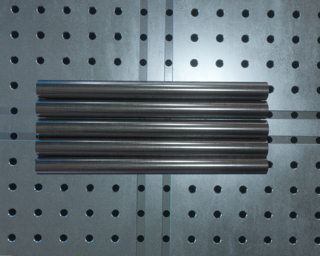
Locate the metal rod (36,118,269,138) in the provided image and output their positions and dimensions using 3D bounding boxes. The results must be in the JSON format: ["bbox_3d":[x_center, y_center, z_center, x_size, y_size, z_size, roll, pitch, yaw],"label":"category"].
[{"bbox_3d":[-0.009,0.001,0.413,0.302,0.025,0.025,0,90,-1],"label":"metal rod"}]

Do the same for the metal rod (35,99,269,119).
[{"bbox_3d":[-0.010,-0.025,0.413,0.302,0.025,0.025,0,90,-1],"label":"metal rod"}]

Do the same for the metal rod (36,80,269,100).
[{"bbox_3d":[-0.009,-0.050,0.413,0.302,0.025,0.025,0,90,-1],"label":"metal rod"}]

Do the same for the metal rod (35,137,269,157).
[{"bbox_3d":[-0.010,0.026,0.413,0.302,0.025,0.025,0,90,-1],"label":"metal rod"}]

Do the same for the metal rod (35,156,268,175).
[{"bbox_3d":[-0.010,0.050,0.413,0.302,0.025,0.025,0,90,-1],"label":"metal rod"}]
